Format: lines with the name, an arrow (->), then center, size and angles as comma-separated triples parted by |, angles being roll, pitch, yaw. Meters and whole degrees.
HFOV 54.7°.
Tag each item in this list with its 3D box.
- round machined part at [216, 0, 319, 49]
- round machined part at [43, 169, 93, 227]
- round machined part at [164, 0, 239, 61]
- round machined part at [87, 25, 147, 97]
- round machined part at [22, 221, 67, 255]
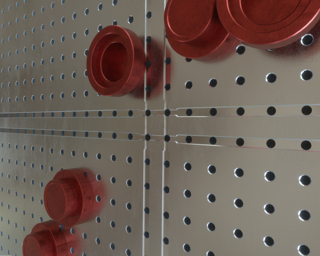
round machined part -> 0.109, -0.125, 0.300 | 0.098, 0.042, 0.097 | 0, 90, 29
round machined part -> -0.162, 0.120, 0.529 | 0.098, 0.042, 0.097 | 0, 90, 39
round machined part -> 0.043, -0.131, 0.361 | 0.098, 0.042, 0.097 | 0, 90, 39
round machined part -> -0.058, -0.093, 0.444 | 0.098, 0.042, 0.097 | 0, 90, 39
round machined part -> -0.219, 0.226, 0.575 | 0.098, 0.042, 0.097 | 0, 90, 39
